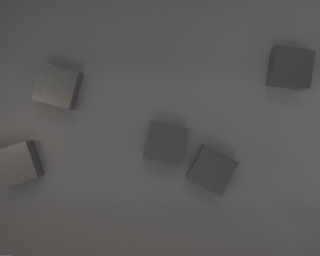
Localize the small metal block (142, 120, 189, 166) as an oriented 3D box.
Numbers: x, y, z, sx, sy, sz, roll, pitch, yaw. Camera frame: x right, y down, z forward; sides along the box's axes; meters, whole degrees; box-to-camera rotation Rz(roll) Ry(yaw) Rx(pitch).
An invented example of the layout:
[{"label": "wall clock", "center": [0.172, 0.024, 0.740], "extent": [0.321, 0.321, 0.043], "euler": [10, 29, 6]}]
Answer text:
[{"label": "small metal block", "center": [0.007, 0.020, 0.411], "extent": [0.050, 0.025, 0.050], "euler": [12, 90, 0]}]

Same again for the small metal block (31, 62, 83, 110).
[{"label": "small metal block", "center": [-0.135, -0.054, 0.410], "extent": [0.050, 0.025, 0.050], "euler": [15, 90, 0]}]

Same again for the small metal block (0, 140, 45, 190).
[{"label": "small metal block", "center": [-0.189, 0.048, 0.410], "extent": [0.050, 0.025, 0.050], "euler": [-18, 90, 0]}]

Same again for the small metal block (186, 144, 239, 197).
[{"label": "small metal block", "center": [0.069, 0.055, 0.412], "extent": [0.050, 0.025, 0.050], "euler": [27, 90, 0]}]

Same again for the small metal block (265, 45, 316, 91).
[{"label": "small metal block", "center": [0.173, -0.079, 0.412], "extent": [0.050, 0.025, 0.050], "euler": [9, 90, 0]}]
